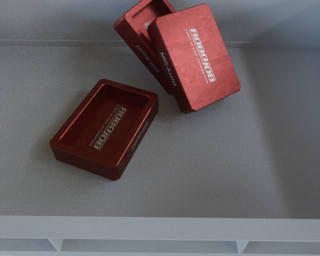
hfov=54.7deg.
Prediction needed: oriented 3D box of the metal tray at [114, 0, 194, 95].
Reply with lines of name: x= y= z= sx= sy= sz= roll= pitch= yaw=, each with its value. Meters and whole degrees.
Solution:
metal tray: x=0.007 y=-0.125 z=0.454 sx=0.130 sy=0.030 sz=0.090 roll=49 pitch=55 yaw=-17

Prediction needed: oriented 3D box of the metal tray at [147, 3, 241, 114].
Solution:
metal tray: x=0.049 y=-0.095 z=0.427 sx=0.091 sy=0.030 sz=0.129 roll=-26 pitch=96 yaw=-25

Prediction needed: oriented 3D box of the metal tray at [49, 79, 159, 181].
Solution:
metal tray: x=-0.067 y=-0.004 z=0.404 sx=0.090 sy=0.030 sz=0.130 roll=18 pitch=52 yaw=14
